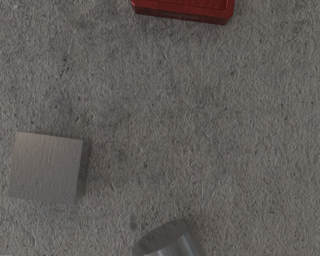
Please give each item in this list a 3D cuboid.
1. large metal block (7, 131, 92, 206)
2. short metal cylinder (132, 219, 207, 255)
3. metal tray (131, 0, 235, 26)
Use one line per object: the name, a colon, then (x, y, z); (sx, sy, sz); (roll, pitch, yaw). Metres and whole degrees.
large metal block: (-0.138, 0.048, 0.396); (0.080, 0.050, 0.080); (8, 90, 0)
short metal cylinder: (0.012, 0.156, 0.383); (0.080, 0.080, 0.050); (-25, 90, 0)
metal tray: (0.033, -0.191, 0.407); (0.131, 0.030, 0.089); (7, 90, 0)
